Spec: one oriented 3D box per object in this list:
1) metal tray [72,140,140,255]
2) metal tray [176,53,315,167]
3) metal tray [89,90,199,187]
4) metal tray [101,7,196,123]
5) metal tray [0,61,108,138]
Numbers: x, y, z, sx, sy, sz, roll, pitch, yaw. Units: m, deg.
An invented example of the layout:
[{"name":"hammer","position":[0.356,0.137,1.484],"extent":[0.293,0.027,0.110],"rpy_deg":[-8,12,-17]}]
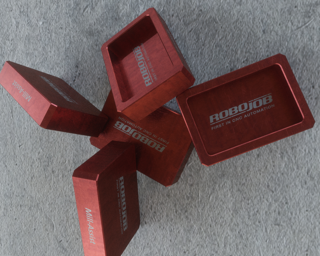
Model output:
[{"name":"metal tray","position":[-0.059,0.091,0.375],"extent":[0.030,0.090,0.129],"rpy_deg":[6,113,20]},{"name":"metal tray","position":[0.094,-0.019,0.357],"extent":[0.131,0.030,0.090],"rpy_deg":[-21,83,3]},{"name":"metal tray","position":[-0.020,0.008,0.413],"extent":[0.130,0.030,0.090],"rpy_deg":[27,99,17]},{"name":"metal tray","position":[-0.021,-0.081,0.383],"extent":[0.090,0.030,0.130],"rpy_deg":[-33,51,16]},{"name":"metal tray","position":[-0.141,-0.038,0.407],"extent":[0.130,0.090,0.030],"rpy_deg":[37,102,33]}]
